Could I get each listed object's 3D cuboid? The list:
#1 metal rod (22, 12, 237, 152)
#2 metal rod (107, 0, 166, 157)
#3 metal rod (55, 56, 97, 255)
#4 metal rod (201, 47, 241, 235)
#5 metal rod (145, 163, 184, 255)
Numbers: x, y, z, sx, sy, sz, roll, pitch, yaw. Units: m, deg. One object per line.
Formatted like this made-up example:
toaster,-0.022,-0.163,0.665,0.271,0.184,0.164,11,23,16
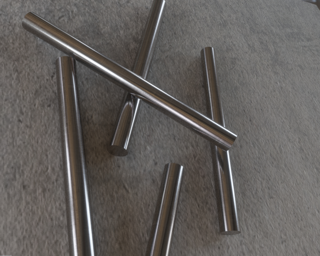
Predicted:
metal rod,-0.040,-0.060,0.389,0.301,0.025,0.025,32,51,4
metal rod,-0.025,-0.093,0.448,0.025,0.025,0.300,23,53,-15
metal rod,-0.089,0.049,0.326,0.025,0.025,0.299,2,61,-28
metal rod,0.083,-0.001,0.451,0.025,0.025,0.299,13,56,-22
metal rod,-0.011,0.168,0.296,0.025,0.025,0.300,24,53,-14
